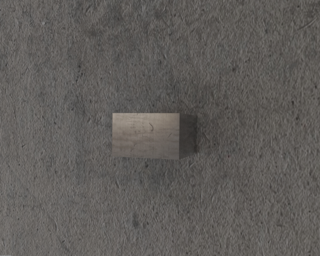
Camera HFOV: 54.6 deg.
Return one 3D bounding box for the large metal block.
[{"bbox_3d":[-0.003,0.008,0.381,0.080,0.080,0.050,1,91,20],"label":"large metal block"}]
